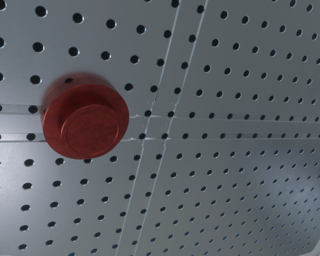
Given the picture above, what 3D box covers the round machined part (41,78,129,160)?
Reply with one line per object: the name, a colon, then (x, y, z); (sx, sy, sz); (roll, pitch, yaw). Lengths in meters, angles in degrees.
round machined part: (-0.081, -0.004, 0.353); (0.099, 0.042, 0.097); (-14, 124, -21)
